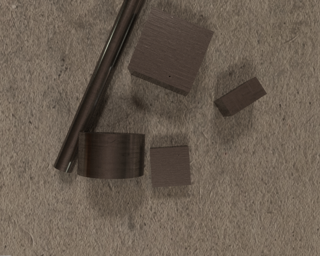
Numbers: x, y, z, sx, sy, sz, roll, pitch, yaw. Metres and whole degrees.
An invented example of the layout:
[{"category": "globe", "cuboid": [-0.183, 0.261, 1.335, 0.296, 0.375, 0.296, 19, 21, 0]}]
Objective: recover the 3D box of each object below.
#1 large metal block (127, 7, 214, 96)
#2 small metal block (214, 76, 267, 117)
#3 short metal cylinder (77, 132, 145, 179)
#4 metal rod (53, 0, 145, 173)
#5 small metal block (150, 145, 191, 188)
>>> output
[{"category": "large metal block", "cuboid": [0.013, -0.094, 0.398, 0.080, 0.050, 0.080, 22, 90, -1]}, {"category": "small metal block", "cuboid": [0.101, -0.039, 0.399, 0.050, 0.050, 0.025, -32, 90, 0]}, {"category": "short metal cylinder", "cuboid": [-0.059, 0.031, 0.382, 0.081, 0.080, 0.050, 2, 90, -1]}, {"category": "metal rod", "cuboid": [-0.070, -0.083, 0.408, 0.025, 0.025, 0.299, 23, 90, -1]}, {"category": "small metal block", "cuboid": [0.013, 0.050, 0.410, 0.050, 0.025, 0.050, -4, 90, -1]}]
